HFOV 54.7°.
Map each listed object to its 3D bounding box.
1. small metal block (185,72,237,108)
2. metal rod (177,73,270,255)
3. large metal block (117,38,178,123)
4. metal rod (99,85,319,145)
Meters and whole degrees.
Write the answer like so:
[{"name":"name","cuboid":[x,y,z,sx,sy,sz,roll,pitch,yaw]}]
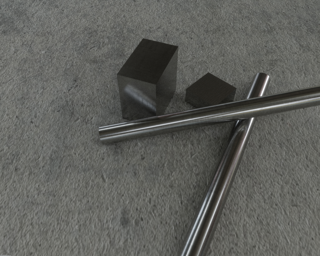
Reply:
[{"name":"small metal block","cuboid":[0.072,-0.047,0.444,0.050,0.025,0.050,36,58,26]},{"name":"metal rod","cuboid":[0.089,0.030,0.378,0.025,0.025,0.301,20,53,16]},{"name":"large metal block","cuboid":[-0.014,-0.060,0.418,0.050,0.080,0.080,17,52,13]},{"name":"metal rod","cuboid":[0.074,-0.018,0.391,0.302,0.025,0.025,-11,51,1]}]
